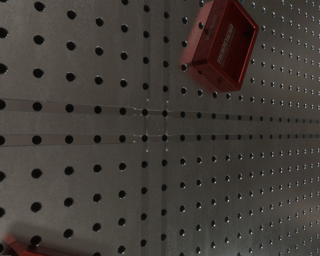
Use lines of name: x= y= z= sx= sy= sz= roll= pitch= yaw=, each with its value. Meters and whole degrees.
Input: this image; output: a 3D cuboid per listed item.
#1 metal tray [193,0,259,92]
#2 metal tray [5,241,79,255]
metal tray: x=0.110 y=-0.135 z=0.500 sx=0.090 sy=0.030 sz=0.130 roll=33 pitch=70 yaw=-36
metal tray: x=-0.107 y=0.179 z=0.318 sx=0.130 sy=0.030 sz=0.090 roll=33 pitch=70 yaw=-35
